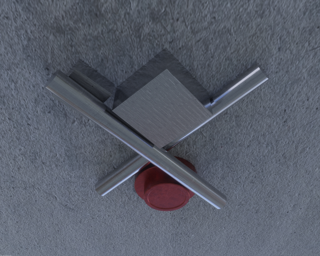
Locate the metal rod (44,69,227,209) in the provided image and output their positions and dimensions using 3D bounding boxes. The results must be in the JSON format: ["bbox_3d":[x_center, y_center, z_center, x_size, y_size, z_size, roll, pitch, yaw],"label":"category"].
[{"bbox_3d":[-0.012,0.030,0.400,0.025,0.025,0.301,-36,122,26],"label":"metal rod"}]

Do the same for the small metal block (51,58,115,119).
[{"bbox_3d":[-0.091,-0.046,0.370,0.050,0.025,0.050,35,121,-27],"label":"small metal block"}]

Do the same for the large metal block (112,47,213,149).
[{"bbox_3d":[0.003,-0.033,0.366,0.080,0.050,0.080,-34,123,25],"label":"large metal block"}]

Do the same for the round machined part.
[{"bbox_3d":[0.010,0.091,0.474,0.099,0.042,0.097,-1,130,0],"label":"round machined part"}]

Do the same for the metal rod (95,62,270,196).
[{"bbox_3d":[0.013,0.015,0.424,0.299,0.025,0.025,-37,121,27],"label":"metal rod"}]
